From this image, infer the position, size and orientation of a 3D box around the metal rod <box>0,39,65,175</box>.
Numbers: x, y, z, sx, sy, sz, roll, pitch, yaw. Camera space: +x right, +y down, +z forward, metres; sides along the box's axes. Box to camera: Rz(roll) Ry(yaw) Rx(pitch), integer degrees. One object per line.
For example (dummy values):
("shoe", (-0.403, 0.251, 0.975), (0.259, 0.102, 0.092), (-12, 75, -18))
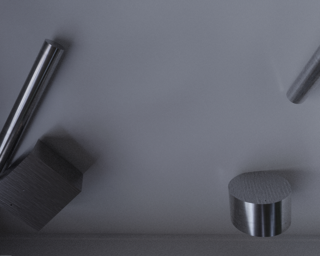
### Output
("metal rod", (-0.205, 0.019, 0.415), (0.025, 0.025, 0.298), (30, 107, -11))

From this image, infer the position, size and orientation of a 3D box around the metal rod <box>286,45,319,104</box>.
("metal rod", (0.178, -0.107, 0.268), (0.025, 0.025, 0.299), (0, 154, 0))

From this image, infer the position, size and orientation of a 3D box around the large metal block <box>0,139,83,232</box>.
("large metal block", (-0.162, 0.075, 0.413), (0.080, 0.050, 0.080), (-43, 111, 5))

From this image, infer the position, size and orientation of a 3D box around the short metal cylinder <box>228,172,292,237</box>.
("short metal cylinder", (0.135, 0.101, 0.421), (0.080, 0.080, 0.050), (-8, 110, 2))
